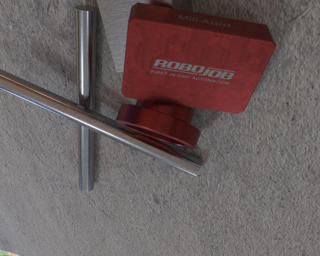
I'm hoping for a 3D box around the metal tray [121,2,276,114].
[{"bbox_3d":[0.032,-0.064,0.304,0.131,0.030,0.089,8,136,-6],"label":"metal tray"}]

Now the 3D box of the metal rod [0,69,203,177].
[{"bbox_3d":[-0.085,-0.008,0.417,0.301,0.025,0.025,24,128,2],"label":"metal rod"}]

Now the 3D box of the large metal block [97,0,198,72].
[{"bbox_3d":[-0.010,-0.108,0.328,0.080,0.050,0.079,1,119,27],"label":"large metal block"}]

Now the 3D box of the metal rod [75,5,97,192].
[{"bbox_3d":[-0.106,-0.020,0.448,0.025,0.025,0.298,20,126,16],"label":"metal rod"}]

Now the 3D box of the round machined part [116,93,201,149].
[{"bbox_3d":[0.001,-0.011,0.365,0.098,0.098,0.042,17,83,18],"label":"round machined part"}]
